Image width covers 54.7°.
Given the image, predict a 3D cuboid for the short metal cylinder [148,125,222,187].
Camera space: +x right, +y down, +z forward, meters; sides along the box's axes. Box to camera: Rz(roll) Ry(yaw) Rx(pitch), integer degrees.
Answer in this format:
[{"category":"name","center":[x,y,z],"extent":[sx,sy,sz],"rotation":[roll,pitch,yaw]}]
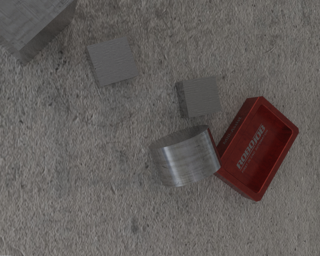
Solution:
[{"category":"short metal cylinder","center":[0.032,0.034,0.391],"extent":[0.081,0.080,0.050],"rotation":[-23,98,-19]}]

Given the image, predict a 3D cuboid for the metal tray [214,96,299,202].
[{"category":"metal tray","center":[0.138,0.030,0.457],"extent":[0.090,0.030,0.130],"rotation":[37,78,-16]}]

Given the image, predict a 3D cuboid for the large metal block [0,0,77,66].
[{"category":"large metal block","center":[-0.137,-0.118,0.329],"extent":[0.050,0.080,0.080],"rotation":[44,76,-15]}]

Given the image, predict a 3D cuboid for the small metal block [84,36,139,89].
[{"category":"small metal block","center":[-0.060,-0.081,0.387],"extent":[0.050,0.025,0.050],"rotation":[-21,97,-19]}]

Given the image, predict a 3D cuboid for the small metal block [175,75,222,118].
[{"category":"small metal block","center":[0.053,-0.043,0.428],"extent":[0.050,0.025,0.050],"rotation":[-12,94,-20]}]
